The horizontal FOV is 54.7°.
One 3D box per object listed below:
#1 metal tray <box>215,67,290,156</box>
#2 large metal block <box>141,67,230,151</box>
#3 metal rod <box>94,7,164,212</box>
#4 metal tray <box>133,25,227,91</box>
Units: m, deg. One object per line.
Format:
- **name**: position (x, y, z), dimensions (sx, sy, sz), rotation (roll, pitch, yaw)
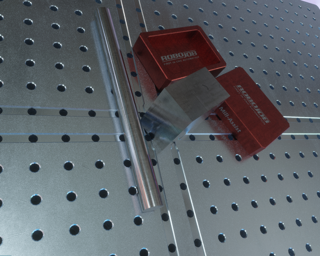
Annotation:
- **metal tray**: position (0.138, -0.030, 0.498), dimensions (0.091, 0.030, 0.130), rotation (-29, 78, -38)
- **large metal block**: position (0.031, -0.025, 0.404), dimensions (0.081, 0.080, 0.050), rotation (-32, 80, -38)
- **metal rod**: position (-0.047, -0.041, 0.407), dimensions (0.025, 0.025, 0.299), rotation (-3, 63, -30)
- **metal tray**: position (0.034, -0.114, 0.492), dimensions (0.131, 0.030, 0.090), rotation (-21, 73, -36)
